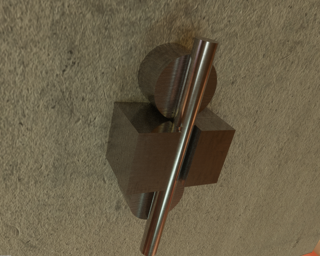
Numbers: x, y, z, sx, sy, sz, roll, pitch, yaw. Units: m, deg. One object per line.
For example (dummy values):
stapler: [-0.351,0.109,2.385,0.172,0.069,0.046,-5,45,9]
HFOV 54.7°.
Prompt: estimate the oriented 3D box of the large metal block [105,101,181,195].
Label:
large metal block: [-0.024,0.021,0.372,0.050,0.080,0.079,-1,119,-28]

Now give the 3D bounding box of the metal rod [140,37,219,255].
metal rod: [0.016,0.041,0.377,0.025,0.025,0.298,-1,119,-28]

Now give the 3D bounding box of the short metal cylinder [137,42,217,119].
short metal cylinder: [0.020,-0.056,0.368,0.081,0.050,0.079,-14,124,-21]

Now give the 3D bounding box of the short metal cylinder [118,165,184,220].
short metal cylinder: [-0.013,0.081,0.436,0.081,0.050,0.079,-14,124,-21]

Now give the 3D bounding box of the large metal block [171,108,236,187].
large metal block: [0.044,0.019,0.408,0.050,0.080,0.079,-1,119,-28]
